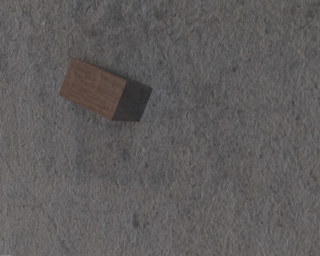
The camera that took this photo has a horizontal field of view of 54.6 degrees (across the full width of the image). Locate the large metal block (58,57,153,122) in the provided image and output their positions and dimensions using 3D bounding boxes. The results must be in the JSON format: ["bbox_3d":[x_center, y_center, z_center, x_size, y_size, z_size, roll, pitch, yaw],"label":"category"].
[{"bbox_3d":[-0.067,-0.047,0.404,0.080,0.080,0.050,25,99,18],"label":"large metal block"}]
